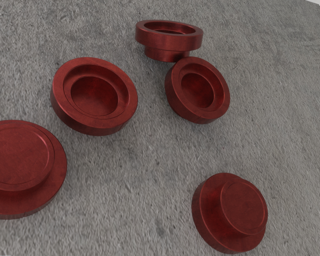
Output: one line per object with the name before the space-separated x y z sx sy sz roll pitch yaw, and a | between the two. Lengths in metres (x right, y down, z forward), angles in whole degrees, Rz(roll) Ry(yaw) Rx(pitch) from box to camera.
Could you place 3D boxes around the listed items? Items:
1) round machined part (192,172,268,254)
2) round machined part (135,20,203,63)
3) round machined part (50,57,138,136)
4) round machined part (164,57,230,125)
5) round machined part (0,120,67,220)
round machined part | 0.092 0.100 0.381 0.099 0.042 0.098 14 56 -21
round machined part | 0.012 -0.128 0.459 0.099 0.042 0.098 5 30 -3
round machined part | -0.080 -0.033 0.370 0.099 0.042 0.098 14 56 -21
round machined part | 0.049 -0.050 0.445 0.099 0.042 0.098 13 62 -25
round machined part | -0.139 0.034 0.297 0.099 0.042 0.098 14 56 -21
